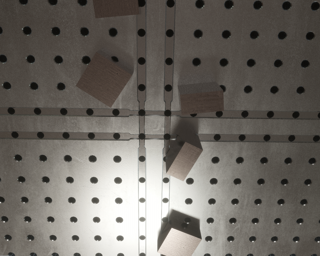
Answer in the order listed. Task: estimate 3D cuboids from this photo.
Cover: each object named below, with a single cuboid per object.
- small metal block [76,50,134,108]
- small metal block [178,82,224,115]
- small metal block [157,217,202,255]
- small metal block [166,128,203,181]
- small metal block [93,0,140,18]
[{"bbox_3d":[-0.069,-0.062,0.390,0.050,0.025,0.050,32,107,-12],"label":"small metal block"},{"bbox_3d":[0.050,-0.038,0.387,0.050,0.050,0.025,-6,110,2],"label":"small metal block"},{"bbox_3d":[0.029,0.173,0.478,0.050,0.025,0.050,24,108,-9],"label":"small metal block"},{"bbox_3d":[0.031,0.034,0.413,0.025,0.050,0.050,26,108,-10],"label":"small metal block"},{"bbox_3d":[-0.051,-0.155,0.356,0.050,0.025,0.050,-5,110,1],"label":"small metal block"}]
